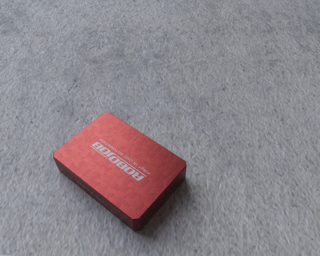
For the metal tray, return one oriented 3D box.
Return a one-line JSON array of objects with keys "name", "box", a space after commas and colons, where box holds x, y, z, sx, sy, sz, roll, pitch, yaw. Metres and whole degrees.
[{"name": "metal tray", "box": [-0.046, 0.044, 0.362, 0.130, 0.030, 0.090, 32, 56, 23]}]
